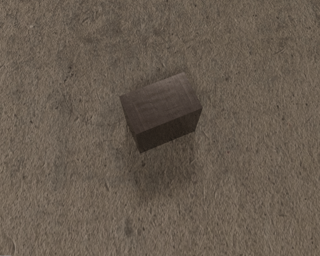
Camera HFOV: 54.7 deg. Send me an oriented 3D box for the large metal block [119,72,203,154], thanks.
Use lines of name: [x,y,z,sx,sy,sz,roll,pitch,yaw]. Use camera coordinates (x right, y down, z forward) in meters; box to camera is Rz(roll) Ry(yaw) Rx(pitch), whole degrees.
large metal block: [0.001,-0.016,0.385,0.080,0.080,0.050,-22,72,-8]
